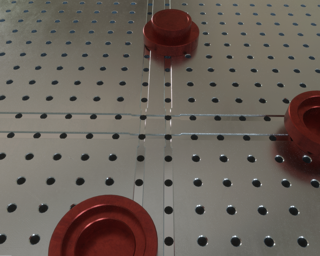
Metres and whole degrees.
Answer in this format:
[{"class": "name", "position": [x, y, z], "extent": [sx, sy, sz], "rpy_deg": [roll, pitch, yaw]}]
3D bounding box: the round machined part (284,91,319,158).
[{"class": "round machined part", "position": [0.210, 0.000, 0.399], "extent": [0.099, 0.042, 0.098], "rpy_deg": [0, 50, 0]}]

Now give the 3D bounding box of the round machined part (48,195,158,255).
[{"class": "round machined part", "position": [-0.051, 0.118, 0.297], "extent": [0.099, 0.042, 0.098], "rpy_deg": [0, 50, 0]}]

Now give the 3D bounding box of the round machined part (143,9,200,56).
[{"class": "round machined part", "position": [0.020, -0.172, 0.541], "extent": [0.099, 0.042, 0.098], "rpy_deg": [0, 50, 0]}]
